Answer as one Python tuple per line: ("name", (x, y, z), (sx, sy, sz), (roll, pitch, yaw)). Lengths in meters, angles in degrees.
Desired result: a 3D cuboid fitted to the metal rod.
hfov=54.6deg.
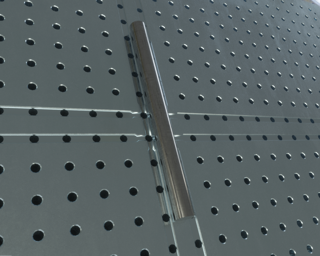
("metal rod", (-0.003, -0.027, 0.422), (0.025, 0.025, 0.299), (1, 62, -28))
